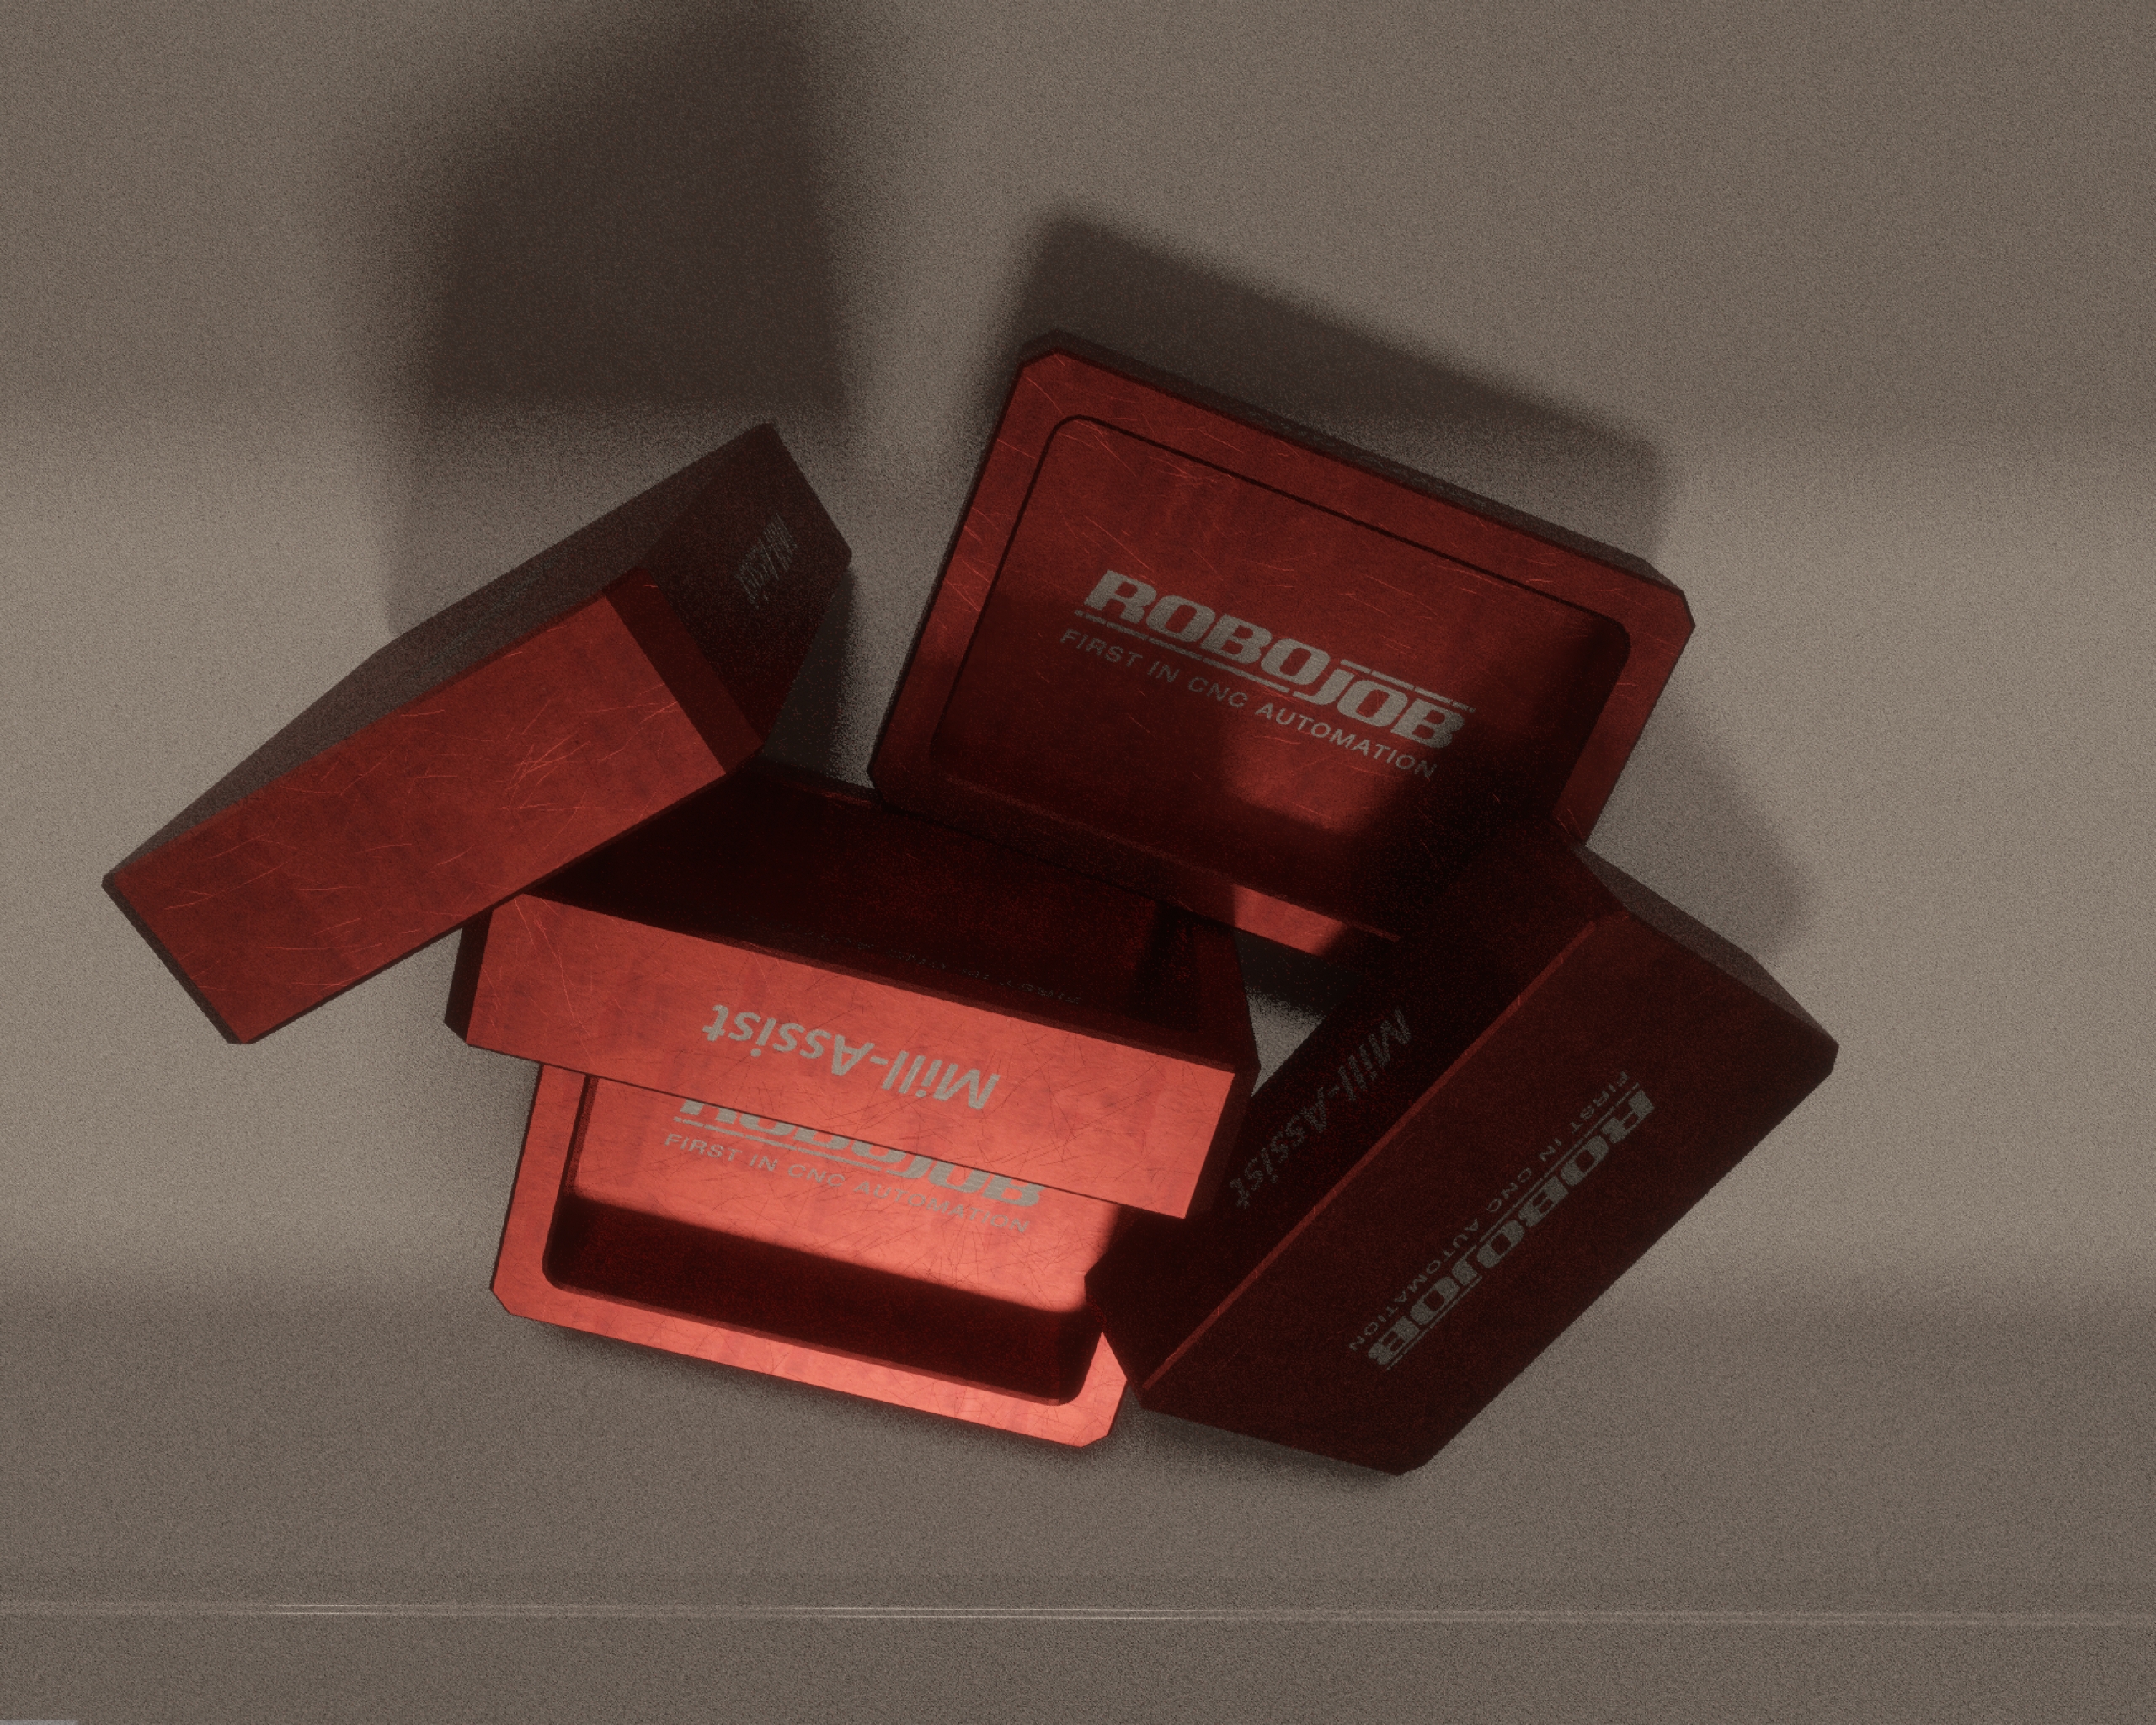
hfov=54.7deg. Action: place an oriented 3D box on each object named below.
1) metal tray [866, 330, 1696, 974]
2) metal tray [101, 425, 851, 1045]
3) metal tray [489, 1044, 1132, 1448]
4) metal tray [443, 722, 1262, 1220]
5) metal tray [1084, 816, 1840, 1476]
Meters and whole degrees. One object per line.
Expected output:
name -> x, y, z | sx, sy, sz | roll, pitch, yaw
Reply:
metal tray -> 0.036, -0.035, 0.395 | 0.131, 0.030, 0.089 | 20, 109, -8
metal tray -> -0.089, -0.028, 0.341 | 0.090, 0.130, 0.030 | -28, 108, 10
metal tray -> -0.045, 0.062, 0.428 | 0.131, 0.030, 0.089 | 15, 109, -6
metal tray -> -0.037, 0.016, 0.379 | 0.131, 0.090, 0.030 | 15, 109, -6
metal tray -> 0.075, 0.061, 0.409 | 0.090, 0.030, 0.130 | 27, 110, -40
